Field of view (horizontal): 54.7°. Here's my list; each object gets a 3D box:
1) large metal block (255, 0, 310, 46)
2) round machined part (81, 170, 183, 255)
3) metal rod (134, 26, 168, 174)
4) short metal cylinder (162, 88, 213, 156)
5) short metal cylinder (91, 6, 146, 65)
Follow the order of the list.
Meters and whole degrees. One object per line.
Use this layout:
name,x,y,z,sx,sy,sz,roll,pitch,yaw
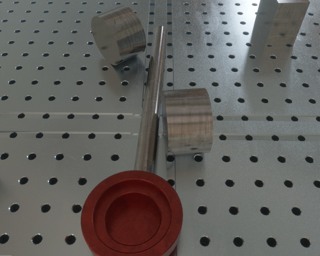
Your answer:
large metal block,0.210,-0.202,0.543,0.050,0.080,0.080,-2,50,-1
round machined part,-0.027,0.096,0.316,0.099,0.042,0.098,0,50,0
metal rod,-0.009,-0.056,0.454,0.025,0.025,0.300,3,50,2
short metal cylinder,0.031,-0.008,0.378,0.050,0.080,0.080,-4,50,-3
short metal cylinder,-0.066,-0.147,0.495,0.050,0.080,0.080,-32,57,-24
